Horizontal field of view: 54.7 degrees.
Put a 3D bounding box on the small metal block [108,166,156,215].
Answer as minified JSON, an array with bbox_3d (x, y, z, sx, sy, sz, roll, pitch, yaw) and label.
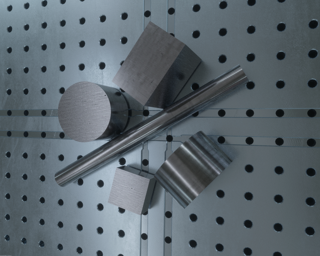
[{"bbox_3d":[-0.038,0.084,0.422,0.050,0.025,0.050,16,95,19],"label":"small metal block"}]

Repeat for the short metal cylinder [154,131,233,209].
[{"bbox_3d":[0.039,0.049,0.366,0.050,0.080,0.080,45,104,14],"label":"short metal cylinder"}]

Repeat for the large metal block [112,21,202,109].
[{"bbox_3d":[-0.001,-0.072,0.380,0.050,0.080,0.080,38,102,16],"label":"large metal block"}]

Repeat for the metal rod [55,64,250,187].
[{"bbox_3d":[-0.023,0.005,0.417,0.300,0.025,0.025,-30,80,17],"label":"metal rod"}]

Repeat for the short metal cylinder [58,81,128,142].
[{"bbox_3d":[-0.091,-0.021,0.427,0.080,0.050,0.079,0,90,20],"label":"short metal cylinder"}]
